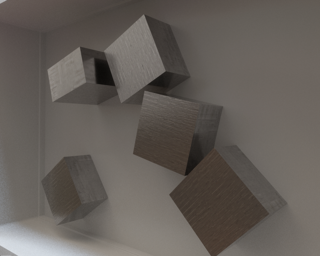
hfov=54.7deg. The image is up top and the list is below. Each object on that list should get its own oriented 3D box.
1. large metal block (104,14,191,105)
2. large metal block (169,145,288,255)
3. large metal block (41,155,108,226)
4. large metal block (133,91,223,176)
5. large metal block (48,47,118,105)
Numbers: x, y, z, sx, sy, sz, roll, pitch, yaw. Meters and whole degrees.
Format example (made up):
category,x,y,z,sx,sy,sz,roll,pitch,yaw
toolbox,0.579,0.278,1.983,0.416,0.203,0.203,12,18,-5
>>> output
category,x,y,z,sx,sy,sz,roll,pitch,yaw
large metal block,-0.018,-0.084,0.404,0.080,0.050,0.080,-31,71,35
large metal block,0.070,0.076,0.332,0.080,0.050,0.080,-52,60,27
large metal block,-0.140,0.100,0.503,0.080,0.050,0.080,-41,65,32
large metal block,0.020,0.003,0.372,0.080,0.050,0.079,18,101,38
large metal block,-0.103,-0.072,0.454,0.080,0.081,0.050,-20,78,38
